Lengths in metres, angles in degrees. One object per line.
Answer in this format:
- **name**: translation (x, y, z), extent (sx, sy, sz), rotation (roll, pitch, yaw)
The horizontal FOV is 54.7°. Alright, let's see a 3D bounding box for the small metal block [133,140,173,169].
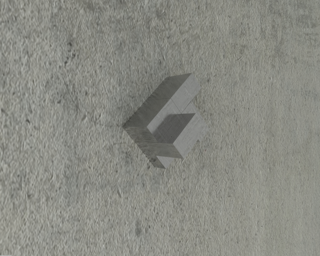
- **small metal block**: translation (0.001, 0.018, 0.409), extent (0.050, 0.025, 0.050), rotation (-50, 120, -28)

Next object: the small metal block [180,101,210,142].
- **small metal block**: translation (0.030, -0.008, 0.417), extent (0.025, 0.050, 0.050), rotation (-51, 120, -28)

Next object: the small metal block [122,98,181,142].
- **small metal block**: translation (-0.011, -0.010, 0.382), extent (0.050, 0.050, 0.025), rotation (-51, 121, -28)

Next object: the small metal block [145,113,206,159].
- **small metal block**: translation (0.018, 0.009, 0.375), extent (0.050, 0.050, 0.025), rotation (-51, 121, -28)

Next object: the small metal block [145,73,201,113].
- **small metal block**: translation (0.017, -0.044, 0.406), extent (0.050, 0.050, 0.025), rotation (-51, 121, -28)
